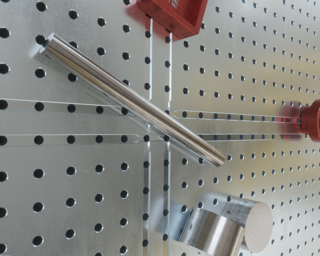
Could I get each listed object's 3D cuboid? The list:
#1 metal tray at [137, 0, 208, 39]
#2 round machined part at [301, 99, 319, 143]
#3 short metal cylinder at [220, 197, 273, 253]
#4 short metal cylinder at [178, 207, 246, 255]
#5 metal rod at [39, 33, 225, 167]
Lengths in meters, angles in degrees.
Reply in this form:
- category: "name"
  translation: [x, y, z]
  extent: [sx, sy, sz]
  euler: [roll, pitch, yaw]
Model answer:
- category: "metal tray"
  translation: [0.028, -0.203, 0.428]
  extent: [0.090, 0.030, 0.130]
  euler: [26, 74, -37]
- category: "round machined part"
  translation: [0.350, -0.016, 0.688]
  extent: [0.099, 0.042, 0.097]
  euler: [-4, 97, -39]
- category: "short metal cylinder"
  translation: [0.143, 0.158, 0.513]
  extent: [0.081, 0.050, 0.080]
  euler: [0, 90, -40]
- category: "short metal cylinder"
  translation: [0.073, 0.152, 0.434]
  extent: [0.080, 0.080, 0.050]
  euler: [40, 66, -33]
- category: "metal rod"
  translation: [-0.011, -0.018, 0.399]
  extent: [0.301, 0.025, 0.025]
  euler: [33, 69, -35]
